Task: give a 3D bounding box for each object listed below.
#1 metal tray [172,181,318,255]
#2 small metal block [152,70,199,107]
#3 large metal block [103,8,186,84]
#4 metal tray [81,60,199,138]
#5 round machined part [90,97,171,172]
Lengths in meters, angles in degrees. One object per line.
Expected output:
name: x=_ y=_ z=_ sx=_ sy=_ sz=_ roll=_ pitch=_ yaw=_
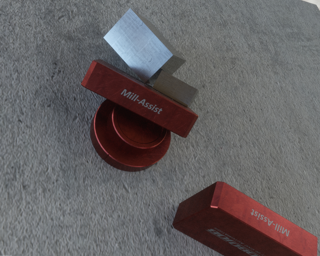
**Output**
metal tray: x=0.091 y=0.115 z=0.342 sx=0.130 sy=0.090 sz=0.030 roll=31 pitch=52 yaw=-9
small metal block: x=0.022 y=-0.051 z=0.407 sx=0.050 sy=0.025 sz=0.050 roll=30 pitch=9 yaw=6
large metal block: x=-0.017 y=-0.106 z=0.422 sx=0.080 sy=0.050 sz=0.080 roll=49 pitch=17 yaw=6
metal tray: x=-0.024 y=-0.039 z=0.378 sx=0.131 sy=0.030 sz=0.090 roll=27 pitch=9 yaw=-12
round machined part: x=-0.030 y=0.000 z=0.373 sx=0.099 sy=0.042 sz=0.098 roll=12 pitch=61 yaw=-22
